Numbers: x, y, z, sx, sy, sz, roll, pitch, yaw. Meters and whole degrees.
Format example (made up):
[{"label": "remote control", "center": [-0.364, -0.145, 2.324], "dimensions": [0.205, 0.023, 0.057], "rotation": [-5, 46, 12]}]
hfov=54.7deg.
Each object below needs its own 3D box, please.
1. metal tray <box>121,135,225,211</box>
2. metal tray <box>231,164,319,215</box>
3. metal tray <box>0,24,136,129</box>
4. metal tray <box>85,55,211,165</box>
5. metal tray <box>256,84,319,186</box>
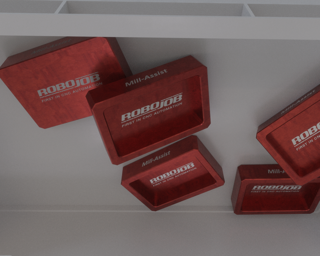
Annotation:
[{"label": "metal tray", "center": [0.019, 0.072, 0.467], "dimensions": [0.130, 0.030, 0.090], "rotation": [-27, 126, 20]}, {"label": "metal tray", "center": [0.185, 0.099, 0.490], "dimensions": [0.131, 0.030, 0.089], "rotation": [-1, 130, 0]}, {"label": "metal tray", "center": [-0.102, -0.055, 0.358], "dimensions": [0.130, 0.030, 0.090], "rotation": [-15, 129, 12]}, {"label": "metal tray", "center": [-0.008, -0.020, 0.356], "dimensions": [0.131, 0.030, 0.090], "rotation": [-22, 131, -13]}, {"label": "metal tray", "center": [0.199, 0.002, 0.382], "dimensions": [0.130, 0.030, 0.090], "rotation": [-40, 91, 28]}]
